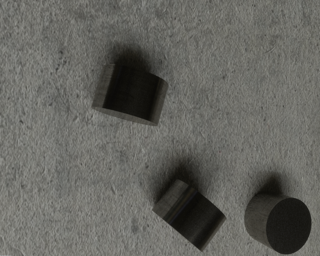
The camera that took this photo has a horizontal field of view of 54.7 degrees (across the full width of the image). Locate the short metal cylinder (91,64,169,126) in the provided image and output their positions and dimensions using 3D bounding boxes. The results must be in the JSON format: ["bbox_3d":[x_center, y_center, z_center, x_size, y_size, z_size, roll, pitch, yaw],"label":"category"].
[{"bbox_3d":[-0.035,-0.037,0.367,0.081,0.080,0.050,17,85,-19],"label":"short metal cylinder"}]

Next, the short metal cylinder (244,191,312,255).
[{"bbox_3d":[0.174,0.138,0.460,0.081,0.050,0.080,0,90,-20],"label":"short metal cylinder"}]

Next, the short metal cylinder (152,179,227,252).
[{"bbox_3d":[0.036,0.110,0.393,0.080,0.080,0.050,44,76,-15],"label":"short metal cylinder"}]
